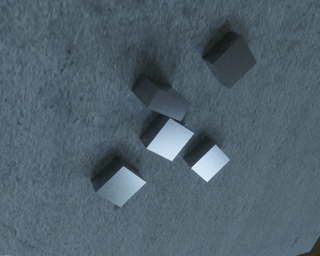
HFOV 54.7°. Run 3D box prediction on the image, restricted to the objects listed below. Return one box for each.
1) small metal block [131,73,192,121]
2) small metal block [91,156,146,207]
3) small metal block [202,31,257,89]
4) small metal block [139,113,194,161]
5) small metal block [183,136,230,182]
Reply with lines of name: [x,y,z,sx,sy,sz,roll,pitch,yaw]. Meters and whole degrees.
small metal block: [0.001,-0.037,0.370,0.050,0.050,0.025,20,108,-36]
small metal block: [-0.056,0.073,0.423,0.050,0.025,0.050,-44,130,2]
small metal block: [0.091,-0.088,0.404,0.050,0.025,0.050,-44,130,2]
small metal block: [0.009,0.011,0.420,0.050,0.025,0.050,31,101,-38]
small metal block: [0.072,0.048,0.479,0.050,0.025,0.050,-45,130,3]
